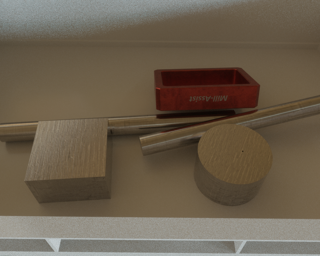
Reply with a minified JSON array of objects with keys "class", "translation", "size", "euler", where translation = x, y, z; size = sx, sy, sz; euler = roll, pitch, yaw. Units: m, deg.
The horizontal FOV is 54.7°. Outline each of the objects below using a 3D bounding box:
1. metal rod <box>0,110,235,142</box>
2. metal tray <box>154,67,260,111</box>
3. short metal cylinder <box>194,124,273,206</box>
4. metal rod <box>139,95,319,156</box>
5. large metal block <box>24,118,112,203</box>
[{"class":"metal rod","translation":[-0.052,-0.003,0.406],"size":[0.302,0.025,0.025],"euler":[-3,50,-4]},{"class":"metal tray","translation":[0.059,-0.056,0.427],"size":[0.131,0.030,0.090],"euler":[-2,26,-2]},{"class":"short metal cylinder","translation":[0.081,0.042,0.355],"size":[0.081,0.050,0.080],"euler":[0,50,0]},{"class":"metal rod","translation":[0.123,-0.011,0.395],"size":[0.302,0.025,0.025],"euler":[-13,51,-8]},{"class":"large metal block","translation":[-0.099,0.036,0.357],"size":[0.081,0.050,0.080],"euler":[-3,50,-3]}]
